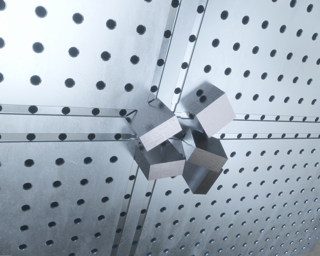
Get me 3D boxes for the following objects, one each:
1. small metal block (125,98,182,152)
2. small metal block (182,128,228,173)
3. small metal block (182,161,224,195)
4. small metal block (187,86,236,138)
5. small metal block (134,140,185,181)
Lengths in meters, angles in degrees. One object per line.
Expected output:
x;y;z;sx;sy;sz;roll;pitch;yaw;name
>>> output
-0.009;-0.005;0.386;0.050;0.050;0.025;-32;129;-8;small metal block
0.062;0.031;0.436;0.050;0.050;0.025;21;116;-16;small metal block
0.060;0.063;0.462;0.025;0.050;0.050;11;121;-33;small metal block
0.073;-0.022;0.437;0.050;0.025;0.050;-38;129;-4;small metal block
-0.001;0.043;0.420;0.050;0.050;0.025;-6;121;-26;small metal block
